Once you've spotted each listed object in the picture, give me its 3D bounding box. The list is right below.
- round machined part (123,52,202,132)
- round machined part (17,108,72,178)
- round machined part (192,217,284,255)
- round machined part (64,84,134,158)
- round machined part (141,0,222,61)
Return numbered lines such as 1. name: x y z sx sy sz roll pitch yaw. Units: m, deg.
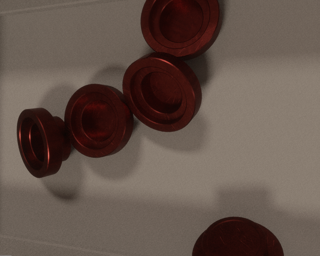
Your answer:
1. round machined part: 0.006 -0.047 0.383 0.098 0.042 0.097 16 127 23
2. round machined part: -0.163 0.019 0.444 0.098 0.042 0.097 12 107 43
3. round machined part: 0.083 0.137 0.339 0.098 0.098 0.042 -5 120 19
4. round machined part: -0.079 -0.010 0.425 0.098 0.042 0.097 1 93 24
5. round machined part: 0.029 -0.133 0.391 0.098 0.042 0.097 0 90 19
